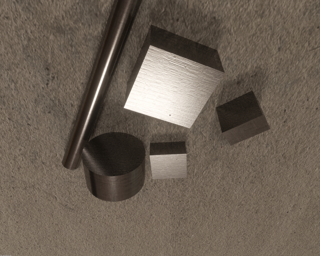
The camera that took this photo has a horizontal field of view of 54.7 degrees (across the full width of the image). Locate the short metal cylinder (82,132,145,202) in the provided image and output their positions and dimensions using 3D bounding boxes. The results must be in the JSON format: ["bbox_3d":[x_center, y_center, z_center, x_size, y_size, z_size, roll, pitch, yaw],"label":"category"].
[{"bbox_3d":[-0.060,0.050,0.413,0.081,0.080,0.050,2,130,-2],"label":"short metal cylinder"}]

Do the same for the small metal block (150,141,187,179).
[{"bbox_3d":[0.013,0.047,0.448,0.050,0.025,0.050,-3,130,2],"label":"small metal block"}]

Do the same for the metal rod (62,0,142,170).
[{"bbox_3d":[-0.070,-0.054,0.360,0.025,0.025,0.298,18,128,-15],"label":"metal rod"}]

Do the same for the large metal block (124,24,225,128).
[{"bbox_3d":[0.013,-0.055,0.344,0.081,0.050,0.079,17,128,-15],"label":"large metal block"}]

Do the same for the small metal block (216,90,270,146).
[{"bbox_3d":[0.101,-0.013,0.382,0.050,0.050,0.025,-26,126,20],"label":"small metal block"}]
